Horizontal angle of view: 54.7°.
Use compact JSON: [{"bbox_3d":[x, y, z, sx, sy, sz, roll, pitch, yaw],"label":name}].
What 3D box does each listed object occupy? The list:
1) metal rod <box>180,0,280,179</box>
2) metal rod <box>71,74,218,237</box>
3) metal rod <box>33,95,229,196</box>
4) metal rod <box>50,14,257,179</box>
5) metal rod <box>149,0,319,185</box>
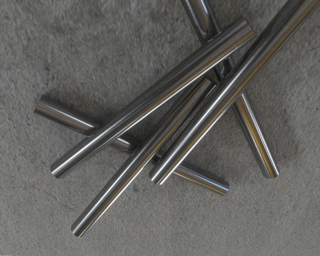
[{"bbox_3d":[0.097,-0.034,0.379,0.025,0.025,0.299,-22,127,17],"label":"metal rod"},{"bbox_3d":[-0.033,0.048,0.412,0.025,0.025,0.299,30,114,-24],"label":"metal rod"},{"bbox_3d":[-0.024,0.033,0.434,0.301,0.025,0.025,27,125,-22],"label":"metal rod"},{"bbox_3d":[-0.027,-0.019,0.355,0.299,0.025,0.025,-35,122,25],"label":"metal rod"},{"bbox_3d":[0.069,-0.031,0.347,0.025,0.025,0.298,23,126,-19],"label":"metal rod"}]
